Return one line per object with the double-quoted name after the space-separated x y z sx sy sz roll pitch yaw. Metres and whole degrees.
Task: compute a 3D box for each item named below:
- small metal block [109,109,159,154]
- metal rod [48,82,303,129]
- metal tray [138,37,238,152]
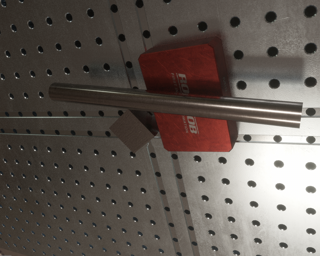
-0.034 0.000 0.427 0.050 0.025 0.050 46 129 -5 "small metal block"
-0.003 -0.030 0.353 0.301 0.025 0.025 8 122 24 "metal rod"
0.036 -0.034 0.367 0.090 0.030 0.129 -2 118 28 "metal tray"
